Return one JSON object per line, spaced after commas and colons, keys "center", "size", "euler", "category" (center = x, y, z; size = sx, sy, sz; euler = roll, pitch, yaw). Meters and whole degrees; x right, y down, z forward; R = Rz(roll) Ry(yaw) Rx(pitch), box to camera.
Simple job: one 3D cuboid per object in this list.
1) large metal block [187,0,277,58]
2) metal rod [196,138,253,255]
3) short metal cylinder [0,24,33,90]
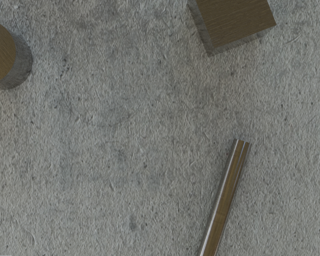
{"center": [0.089, -0.147, 0.398], "size": [0.080, 0.050, 0.080], "euler": [-21, 90, 0], "category": "large metal block"}
{"center": [0.065, 0.160, 0.410], "size": [0.025, 0.025, 0.298], "euler": [18, 90, 0], "category": "metal rod"}
{"center": [-0.213, -0.091, 0.396], "size": [0.081, 0.050, 0.080], "euler": [0, 90, 0], "category": "short metal cylinder"}
